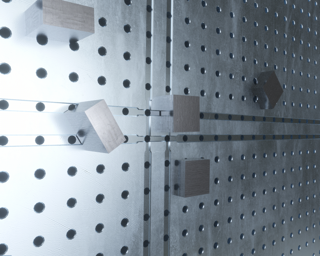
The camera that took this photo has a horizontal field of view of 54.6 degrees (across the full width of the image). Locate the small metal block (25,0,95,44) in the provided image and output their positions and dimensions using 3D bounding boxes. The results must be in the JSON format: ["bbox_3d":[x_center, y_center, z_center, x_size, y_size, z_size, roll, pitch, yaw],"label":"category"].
[{"bbox_3d":[-0.100,-0.105,0.308,0.050,0.050,0.025,-2,92,-40],"label":"small metal block"}]

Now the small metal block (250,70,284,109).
[{"bbox_3d":[0.199,-0.070,0.574,0.050,0.025,0.050,-51,120,-28],"label":"small metal block"}]

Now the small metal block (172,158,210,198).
[{"bbox_3d":[0.045,0.070,0.446,0.050,0.025,0.050,2,89,-40],"label":"small metal block"}]

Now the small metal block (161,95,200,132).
[{"bbox_3d":[0.029,-0.019,0.432,0.050,0.025,0.050,-1,91,-40],"label":"small metal block"}]

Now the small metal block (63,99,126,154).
[{"bbox_3d":[-0.070,-0.002,0.333,0.025,0.050,0.050,-40,114,-33],"label":"small metal block"}]
